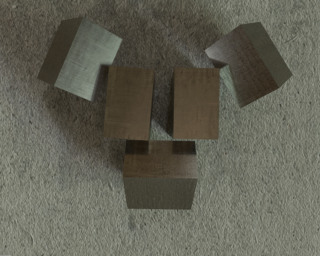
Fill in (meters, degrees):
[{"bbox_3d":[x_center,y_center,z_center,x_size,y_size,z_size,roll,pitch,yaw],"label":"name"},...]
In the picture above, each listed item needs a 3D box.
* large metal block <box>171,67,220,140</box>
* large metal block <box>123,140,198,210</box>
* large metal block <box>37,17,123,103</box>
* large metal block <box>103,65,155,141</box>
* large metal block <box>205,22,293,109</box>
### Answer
[{"bbox_3d":[0.041,-0.028,0.384,0.050,0.080,0.079,1,90,0],"label":"large metal block"},{"bbox_3d":[0.000,0.059,0.378,0.081,0.080,0.050,1,51,0],"label":"large metal block"},{"bbox_3d":[-0.099,-0.082,0.373,0.050,0.080,0.080,23,90,-36],"label":"large metal block"},{"bbox_3d":[-0.035,-0.028,0.383,0.050,0.080,0.079,5,90,0],"label":"large metal block"},{"bbox_3d":[0.111,-0.079,0.379,0.050,0.080,0.080,-31,90,37],"label":"large metal block"}]
